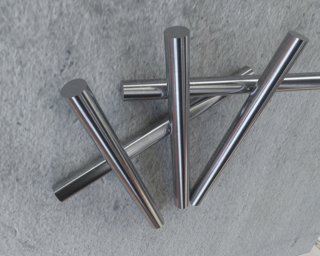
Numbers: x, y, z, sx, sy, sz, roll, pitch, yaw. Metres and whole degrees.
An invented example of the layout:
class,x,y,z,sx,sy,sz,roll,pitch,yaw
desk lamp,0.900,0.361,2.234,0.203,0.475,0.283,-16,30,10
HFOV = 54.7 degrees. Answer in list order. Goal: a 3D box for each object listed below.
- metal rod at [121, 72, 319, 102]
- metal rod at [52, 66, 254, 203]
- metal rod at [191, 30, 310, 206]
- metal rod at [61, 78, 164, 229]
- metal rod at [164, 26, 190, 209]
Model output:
class,x,y,z,sx,sy,sz,roll,pitch,yaw
metal rod,0.101,-0.055,0.400,0.302,0.025,0.025,-5,121,-16
metal rod,-0.002,0.004,0.409,0.301,0.025,0.025,-32,129,-8
metal rod,0.104,0.009,0.426,0.025,0.025,0.298,-1,133,-29
metal rod,-0.041,0.057,0.389,0.025,0.025,0.299,-31,139,-9
metal rod,0.026,0.015,0.400,0.025,0.025,0.298,-21,137,-16
